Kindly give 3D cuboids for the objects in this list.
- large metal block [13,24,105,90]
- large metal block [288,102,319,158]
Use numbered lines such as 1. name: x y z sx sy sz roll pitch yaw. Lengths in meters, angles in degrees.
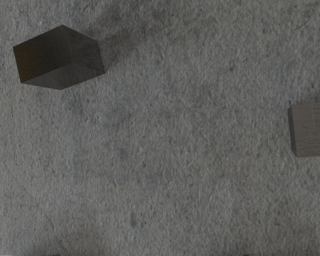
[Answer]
1. large metal block: -0.136 -0.092 0.426 0.080 0.080 0.050 -16 85 19
2. large metal block: 0.178 -0.001 0.317 0.080 0.080 0.050 -6 88 19
